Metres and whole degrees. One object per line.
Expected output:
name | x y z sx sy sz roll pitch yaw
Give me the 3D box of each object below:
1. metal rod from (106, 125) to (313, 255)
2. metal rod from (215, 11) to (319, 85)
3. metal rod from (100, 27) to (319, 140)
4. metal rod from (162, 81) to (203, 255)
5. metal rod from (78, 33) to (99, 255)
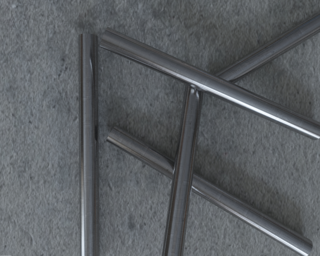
metal rod | 0.065 0.083 0.410 0.301 0.025 0.025 31 90 -1
metal rod | 0.201 -0.135 0.412 0.301 0.025 0.025 -31 90 -1
metal rod | 0.072 -0.050 0.386 0.302 0.025 0.025 22 90 -10
metal rod | 0.027 0.071 0.381 0.025 0.025 0.299 9 78 -1
metal rod | -0.094 0.028 0.408 0.025 0.025 0.298 0 90 -1
